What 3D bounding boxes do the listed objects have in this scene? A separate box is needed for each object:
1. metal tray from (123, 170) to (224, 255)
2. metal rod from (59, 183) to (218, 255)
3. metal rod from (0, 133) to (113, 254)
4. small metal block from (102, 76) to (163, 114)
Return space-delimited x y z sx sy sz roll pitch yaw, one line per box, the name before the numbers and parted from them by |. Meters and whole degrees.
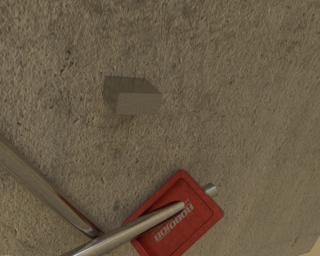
metal tray | 0.018 0.137 0.459 0.130 0.090 0.030 -44 158 2
metal rod | -0.048 0.150 0.443 0.302 0.025 0.025 -21 127 -19
metal rod | -0.137 0.082 0.383 0.025 0.025 0.299 -35 129 -6
small metal block | -0.032 -0.038 0.351 0.050 0.050 0.025 -1 119 -28
